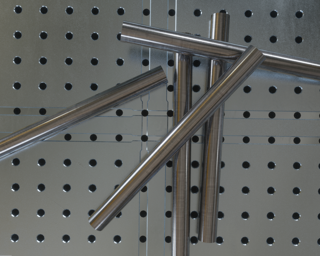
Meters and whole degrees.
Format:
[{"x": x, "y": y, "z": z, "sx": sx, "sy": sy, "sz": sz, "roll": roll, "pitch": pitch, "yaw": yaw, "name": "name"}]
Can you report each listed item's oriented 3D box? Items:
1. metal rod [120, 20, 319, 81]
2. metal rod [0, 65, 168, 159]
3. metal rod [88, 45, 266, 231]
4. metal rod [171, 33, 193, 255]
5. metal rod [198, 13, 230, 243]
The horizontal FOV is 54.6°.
[{"x": 0.102, "y": -0.092, "z": 0.391, "sx": 0.302, "sy": 0.025, "sz": 0.025, "roll": 9, "pitch": 90, "yaw": -9, "name": "metal rod"}, {"x": -0.131, "y": -0.010, "z": 0.412, "sx": 0.301, "sy": 0.025, "sz": 0.025, "roll": -24, "pitch": 90, "yaw": 0, "name": "metal rod"}, {"x": 0.015, "y": 0.019, "z": 0.390, "sx": 0.025, "sy": 0.025, "sz": 0.299, "roll": 43, "pitch": 99, "yaw": 0, "name": "metal rod"}, {"x": 0.029, "y": 0.025, "z": 0.413, "sx": 0.025, "sy": 0.025, "sz": 0.298, "roll": 1, "pitch": 90, "yaw": 0, "name": "metal rod"}, {"x": 0.072, "y": 0.000, "z": 0.413, "sx": 0.025, "sy": 0.025, "sz": 0.298, "roll": 3, "pitch": 90, "yaw": 0, "name": "metal rod"}]
